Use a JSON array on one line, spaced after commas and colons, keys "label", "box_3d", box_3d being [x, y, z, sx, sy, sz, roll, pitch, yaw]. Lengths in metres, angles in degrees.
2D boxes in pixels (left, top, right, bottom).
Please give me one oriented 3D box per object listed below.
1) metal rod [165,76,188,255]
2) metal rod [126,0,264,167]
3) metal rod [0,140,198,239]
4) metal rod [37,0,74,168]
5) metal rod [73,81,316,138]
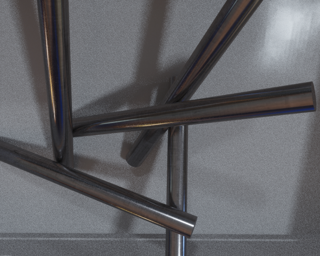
[{"label": "metal rod", "box_3d": [0.020, 0.086, 0.376, 0.025, 0.025, 0.298, 1, 84, -1]}, {"label": "metal rod", "box_3d": [0.027, -0.046, 0.328, 0.025, 0.025, 0.298, 26, 134, -10]}, {"label": "metal rod", "box_3d": [-0.101, 0.065, 0.380, 0.301, 0.025, 0.025, 18, 110, 14]}, {"label": "metal rod", "box_3d": [-0.107, -0.037, 0.329, 0.025, 0.025, 0.298, 10, 136, -4]}, {"label": "metal rod", "box_3d": [-0.001, -0.012, 0.332, 0.300, 0.025, 0.025, -6, 113, 32]}]
